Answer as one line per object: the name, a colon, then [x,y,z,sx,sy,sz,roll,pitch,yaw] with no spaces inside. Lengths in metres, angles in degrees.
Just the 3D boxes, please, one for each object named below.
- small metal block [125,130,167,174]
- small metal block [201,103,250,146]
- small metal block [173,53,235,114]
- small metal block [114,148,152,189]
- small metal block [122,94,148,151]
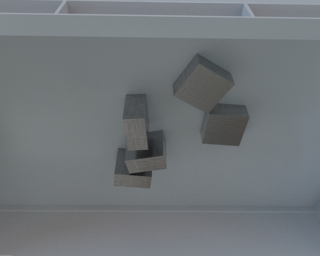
small metal block: [-0.018,0.032,0.419,0.050,0.050,0.025,-8,130,7]
small metal block: [0.083,-0.004,0.406,0.050,0.025,0.050,4,130,-4]
small metal block: [0.050,-0.051,0.366,0.050,0.025,0.050,25,126,-20]
small metal block: [-0.037,0.057,0.440,0.050,0.050,0.025,5,130,-5]
small metal block: [-0.029,-0.008,0.386,0.025,0.050,0.050,-3,130,2]
